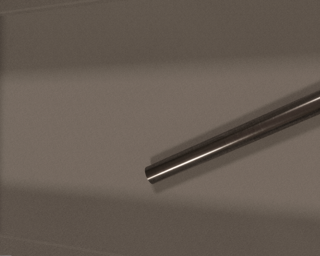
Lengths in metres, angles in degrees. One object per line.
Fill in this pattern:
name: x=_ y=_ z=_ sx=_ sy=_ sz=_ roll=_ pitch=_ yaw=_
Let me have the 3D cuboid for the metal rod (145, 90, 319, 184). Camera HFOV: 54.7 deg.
metal rod: x=0.116 y=0.001 z=0.369 sx=0.300 sy=0.025 sz=0.025 roll=-26 pitch=82 yaw=17
